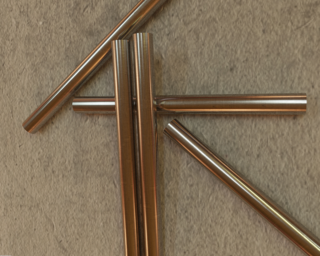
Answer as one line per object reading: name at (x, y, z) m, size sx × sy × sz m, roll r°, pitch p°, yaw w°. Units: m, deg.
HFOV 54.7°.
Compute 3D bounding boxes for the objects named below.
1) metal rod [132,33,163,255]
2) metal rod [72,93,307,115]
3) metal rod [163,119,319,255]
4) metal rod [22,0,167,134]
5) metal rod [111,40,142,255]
metal rod at (-0.014, 0.034, 0.393) m, size 0.025 × 0.025 × 0.298 m, roll 0°, pitch 97°, yaw 19°
metal rod at (0.023, -0.030, 0.400) m, size 0.301 × 0.025 × 0.025 m, roll 1°, pitch 91°, yaw 19°
metal rod at (0.123, 0.092, 0.365) m, size 0.300 × 0.025 × 0.025 m, roll 41°, pitch 103°, yaw 15°
metal rod at (-0.092, -0.096, 0.440) m, size 0.299 × 0.025 × 0.025 m, roll -41°, pitch 77°, yaw 15°
metal rod at (-0.042, 0.040, 0.404) m, size 0.025 × 0.025 × 0.298 m, roll 0°, pitch 97°, yaw 19°
